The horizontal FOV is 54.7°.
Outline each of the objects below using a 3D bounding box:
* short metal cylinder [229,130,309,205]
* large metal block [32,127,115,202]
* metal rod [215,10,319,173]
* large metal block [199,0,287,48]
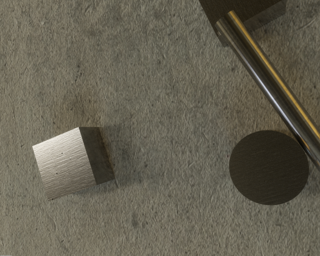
[{"bbox_3d":[0.123,0.042,0.352,0.080,0.050,0.080,0,90,20],"label":"short metal cylinder"},{"bbox_3d":[-0.121,0.049,0.438,0.080,0.050,0.080,-21,83,18],"label":"large metal block"},{"bbox_3d":[0.155,0.005,0.327,0.025,0.025,0.299,-36,89,16],"label":"metal rod"},{"bbox_3d":[0.091,-0.155,0.364,0.080,0.050,0.080,-27,81,18],"label":"large metal block"}]
